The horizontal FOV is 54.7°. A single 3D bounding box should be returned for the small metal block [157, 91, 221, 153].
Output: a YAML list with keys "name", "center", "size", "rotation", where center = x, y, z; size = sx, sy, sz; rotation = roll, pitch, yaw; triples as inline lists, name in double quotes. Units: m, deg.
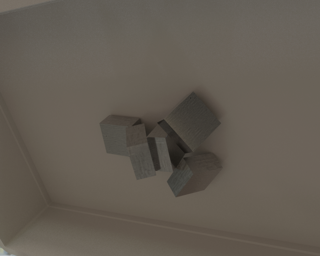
- name: "small metal block"
  center: [0.034, -0.006, 0.364]
  size: [0.050, 0.050, 0.025]
  rotation: [48, 161, -6]

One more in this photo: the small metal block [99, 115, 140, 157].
- name: "small metal block"
  center: [-0.053, 0.012, 0.438]
  size: [0.050, 0.025, 0.050]
  rotation: [6, 121, 24]

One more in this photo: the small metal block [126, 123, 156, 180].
- name: "small metal block"
  center: [-0.025, 0.029, 0.397]
  size: [0.025, 0.050, 0.050]
  rotation: [-14, 119, -1]

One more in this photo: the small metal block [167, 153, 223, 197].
- name: "small metal block"
  center: [0.044, 0.061, 0.400]
  size: [0.025, 0.050, 0.050]
  rotation: [58, 136, 32]

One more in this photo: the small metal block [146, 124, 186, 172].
- name: "small metal block"
  center: [0.010, 0.021, 0.397]
  size: [0.025, 0.050, 0.050]
  rotation: [1, 119, 27]
